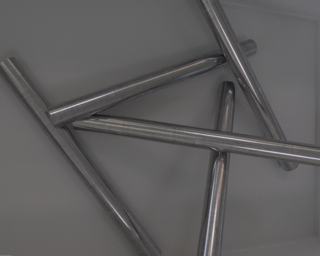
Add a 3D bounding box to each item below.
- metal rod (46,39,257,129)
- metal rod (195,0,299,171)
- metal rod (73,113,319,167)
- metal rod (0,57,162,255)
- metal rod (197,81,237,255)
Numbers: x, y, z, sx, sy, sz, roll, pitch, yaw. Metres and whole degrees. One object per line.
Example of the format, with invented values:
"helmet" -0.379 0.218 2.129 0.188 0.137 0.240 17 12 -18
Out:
"metal rod" 0.008 -0.065 0.399 0.302 0.025 0.025 -23 98 -24
"metal rod" 0.127 -0.057 0.433 0.025 0.025 0.299 -40 112 -15
"metal rod" 0.048 0.012 0.371 0.302 0.025 0.025 8 87 2
"metal rod" -0.091 0.049 0.376 0.025 0.025 0.299 -38 102 -16
"metal rod" 0.068 0.065 0.370 0.025 0.025 0.300 25 57 -18
